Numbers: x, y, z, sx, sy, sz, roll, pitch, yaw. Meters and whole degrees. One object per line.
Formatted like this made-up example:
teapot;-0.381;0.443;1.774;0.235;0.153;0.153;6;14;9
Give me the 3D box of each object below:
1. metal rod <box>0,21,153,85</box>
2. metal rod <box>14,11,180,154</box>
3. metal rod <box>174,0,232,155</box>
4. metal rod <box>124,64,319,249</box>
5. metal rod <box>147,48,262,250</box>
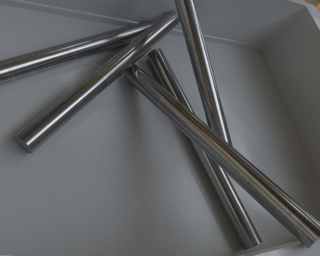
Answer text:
metal rod;-0.119;-0.098;0.401;0.302;0.025;0.025;-31;79;-38
metal rod;-0.060;-0.077;0.403;0.025;0.025;0.301;41;56;-1
metal rod;0.055;-0.087;0.413;0.025;0.025;0.298;-20;97;-36
metal rod;0.049;0.009;0.352;0.025;0.025;0.300;-17;47;-35
metal rod;0.053;0.016;0.426;0.025;0.025;0.299;-13;69;-34
